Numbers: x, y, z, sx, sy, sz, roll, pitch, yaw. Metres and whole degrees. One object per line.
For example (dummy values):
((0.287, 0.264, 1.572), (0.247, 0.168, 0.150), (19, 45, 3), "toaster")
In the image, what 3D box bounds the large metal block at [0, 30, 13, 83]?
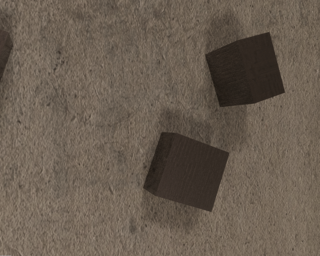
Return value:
((-0.209, -0.070, 0.318), (0.081, 0.050, 0.080), (18, 84, -20), "large metal block")

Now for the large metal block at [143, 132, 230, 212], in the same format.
((0.034, 0.056, 0.410), (0.080, 0.050, 0.080), (21, 83, -19), "large metal block")

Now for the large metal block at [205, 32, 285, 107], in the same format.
((0.113, -0.076, 0.423), (0.050, 0.080, 0.080), (-19, 97, -19), "large metal block")
